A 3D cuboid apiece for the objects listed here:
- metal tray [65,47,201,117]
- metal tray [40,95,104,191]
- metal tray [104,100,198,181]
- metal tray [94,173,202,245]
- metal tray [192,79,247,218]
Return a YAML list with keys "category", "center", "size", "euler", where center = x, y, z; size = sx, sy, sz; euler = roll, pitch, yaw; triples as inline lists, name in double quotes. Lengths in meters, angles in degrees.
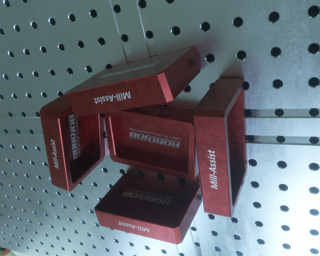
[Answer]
- category: "metal tray"
  center: [-0.030, -0.052, 0.353]
  size: [0.130, 0.090, 0.030]
  euler: [-6, 115, 31]
- category: "metal tray"
  center: [-0.119, 0.013, 0.441]
  size: [0.030, 0.090, 0.129]
  euler: [17, 125, 19]
- category: "metal tray"
  center: [-0.009, 0.015, 0.421]
  size: [0.130, 0.030, 0.089]
  euler: [11, 123, 22]
- category: "metal tray"
  center: [-0.015, 0.110, 0.446]
  size: [0.130, 0.090, 0.030]
  euler: [4, 120, 26]
- category: "metal tray"
  center: [0.071, 0.021, 0.344]
  size: [0.030, 0.090, 0.129]
  euler: [4, 120, 26]
